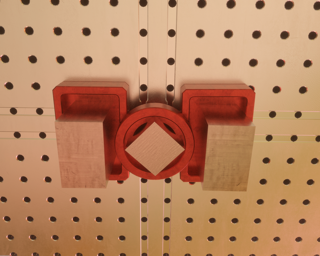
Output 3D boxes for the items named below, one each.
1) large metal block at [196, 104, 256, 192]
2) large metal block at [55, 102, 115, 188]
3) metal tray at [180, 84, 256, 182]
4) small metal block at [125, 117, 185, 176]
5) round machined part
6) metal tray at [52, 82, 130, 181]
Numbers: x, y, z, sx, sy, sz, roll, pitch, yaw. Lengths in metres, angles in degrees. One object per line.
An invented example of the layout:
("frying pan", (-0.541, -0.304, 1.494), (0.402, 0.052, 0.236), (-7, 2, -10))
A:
("large metal block", (0.075, 0.021, 0.378), (0.050, 0.080, 0.079), (1, 110, -1))
("large metal block", (-0.086, 0.017, 0.375), (0.050, 0.080, 0.079), (1, 110, 0))
("metal tray", (0.072, 0.008, 0.413), (0.091, 0.030, 0.129), (0, 110, 0))
("small metal block", (-0.006, 0.021, 0.378), (0.050, 0.025, 0.050), (43, 104, -14))
("round machined part", (-0.007, 0.014, 0.400), (0.099, 0.042, 0.097), (0, 110, 0))
("metal tray", (-0.086, 0.005, 0.411), (0.091, 0.030, 0.129), (1, 110, -1))
